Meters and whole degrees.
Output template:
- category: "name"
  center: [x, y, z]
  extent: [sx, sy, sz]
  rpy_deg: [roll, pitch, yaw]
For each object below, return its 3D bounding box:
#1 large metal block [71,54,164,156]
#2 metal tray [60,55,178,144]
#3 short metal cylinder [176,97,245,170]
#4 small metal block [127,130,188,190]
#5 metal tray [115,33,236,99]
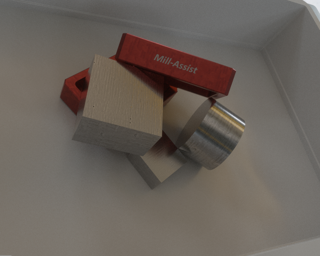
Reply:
- category: "large metal block"
  center: [-0.044, -0.023, 0.338]
  extent: [0.081, 0.050, 0.080]
  rpy_deg: [15, 56, -20]
- category: "metal tray"
  center: [-0.049, -0.047, 0.403]
  extent: [0.090, 0.030, 0.131]
  rpy_deg: [47, 51, 4]
- category: "short metal cylinder"
  center: [0.064, 0.007, 0.401]
  extent: [0.050, 0.080, 0.080]
  rpy_deg: [34, 51, -6]
- category: "small metal block"
  center: [-0.003, 0.038, 0.380]
  extent: [0.050, 0.025, 0.050]
  rpy_deg: [-33, 80, -38]
- category: "metal tray"
  center: [0.017, -0.071, 0.379]
  extent: [0.131, 0.090, 0.030]
  rpy_deg: [18, 92, -1]
